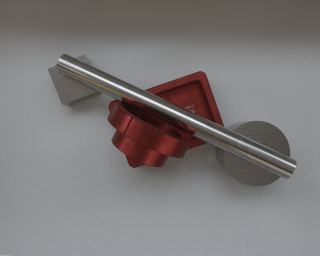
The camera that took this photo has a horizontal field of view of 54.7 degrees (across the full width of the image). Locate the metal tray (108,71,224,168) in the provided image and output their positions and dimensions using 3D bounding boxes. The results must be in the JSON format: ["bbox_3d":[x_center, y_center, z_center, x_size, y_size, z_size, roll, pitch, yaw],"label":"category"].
[{"bbox_3d":[0.009,-0.011,0.407,0.131,0.030,0.090,-19,90,-1],"label":"metal tray"}]

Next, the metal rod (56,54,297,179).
[{"bbox_3d":[0.014,-0.016,0.369,0.301,0.025,0.025,25,90,6],"label":"metal rod"}]

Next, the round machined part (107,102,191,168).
[{"bbox_3d":[-0.017,0.011,0.360,0.098,0.098,0.042,28,98,-1],"label":"round machined part"}]

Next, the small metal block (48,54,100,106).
[{"bbox_3d":[-0.111,-0.062,0.408,0.050,0.025,0.050,-22,90,-1],"label":"small metal block"}]

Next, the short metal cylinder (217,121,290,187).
[{"bbox_3d":[0.117,0.031,0.399,0.081,0.050,0.079,0,90,-1],"label":"short metal cylinder"}]
